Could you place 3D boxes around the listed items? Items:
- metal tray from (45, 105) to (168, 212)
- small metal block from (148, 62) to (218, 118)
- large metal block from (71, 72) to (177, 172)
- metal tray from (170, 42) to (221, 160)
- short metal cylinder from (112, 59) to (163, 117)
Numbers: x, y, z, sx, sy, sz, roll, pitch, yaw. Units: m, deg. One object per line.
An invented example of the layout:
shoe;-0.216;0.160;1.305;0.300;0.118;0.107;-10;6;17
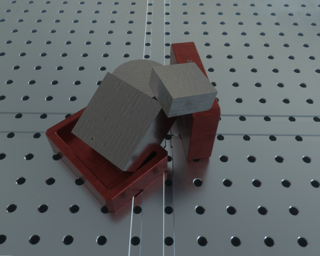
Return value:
metal tray;-0.065;0.026;0.380;0.091;0.030;0.130;-36;59;-27
small metal block;0.023;-0.041;0.320;0.050;0.025;0.050;-11;51;-24
large metal block;-0.039;-0.005;0.355;0.080;0.050;0.080;32;92;23
metal tray;0.039;-0.036;0.396;0.030;0.089;0.130;-7;51;-6
short metal cylinder;-0.026;-0.051;0.434;0.081;0.050;0.080;0;50;0
